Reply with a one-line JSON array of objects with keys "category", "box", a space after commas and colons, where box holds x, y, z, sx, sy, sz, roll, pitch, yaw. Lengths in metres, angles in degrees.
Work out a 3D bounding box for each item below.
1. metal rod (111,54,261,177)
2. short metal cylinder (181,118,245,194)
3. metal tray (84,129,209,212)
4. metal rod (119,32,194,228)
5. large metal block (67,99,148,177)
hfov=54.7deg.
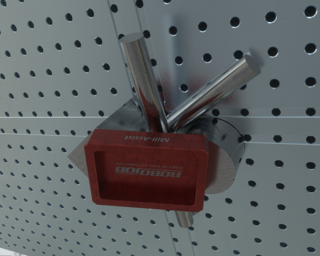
[{"category": "metal rod", "box": [0.004, 0.006, 0.412, 0.025, 0.025, 0.299, 47, 129, -6]}, {"category": "short metal cylinder", "box": [0.059, 0.034, 0.383, 0.080, 0.050, 0.079, 13, 124, 20]}, {"category": "metal tray", "box": [-0.014, 0.050, 0.353, 0.131, 0.030, 0.089, 3, 122, 5]}, {"category": "metal rod", "box": [0.006, 0.027, 0.394, 0.025, 0.025, 0.298, 4, 130, 26]}, {"category": "large metal block", "box": [-0.065, 0.018, 0.418, 0.050, 0.080, 0.080, 47, 129, -5]}]
